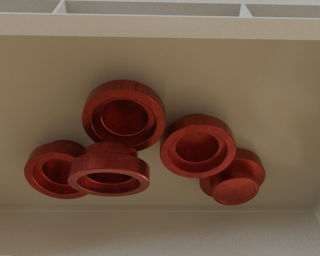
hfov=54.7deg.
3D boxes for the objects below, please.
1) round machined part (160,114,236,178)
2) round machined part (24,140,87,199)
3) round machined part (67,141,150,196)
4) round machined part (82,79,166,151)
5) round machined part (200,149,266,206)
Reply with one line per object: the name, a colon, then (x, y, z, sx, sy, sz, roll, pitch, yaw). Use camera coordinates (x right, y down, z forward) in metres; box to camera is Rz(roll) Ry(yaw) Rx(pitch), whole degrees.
round machined part: (0.049, 0.020, 0.416, 0.099, 0.042, 0.097, 0, 130, 0)
round machined part: (-0.137, 0.055, 0.443, 0.099, 0.042, 0.097, -1, 130, 0)
round machined part: (-0.062, 0.050, 0.387, 0.099, 0.042, 0.098, -1, 150, 0)
round machined part: (-0.043, -0.019, 0.381, 0.099, 0.042, 0.097, -1, 131, 0)
round machined part: (0.109, 0.080, 0.465, 0.099, 0.042, 0.097, -2, 133, -2)
